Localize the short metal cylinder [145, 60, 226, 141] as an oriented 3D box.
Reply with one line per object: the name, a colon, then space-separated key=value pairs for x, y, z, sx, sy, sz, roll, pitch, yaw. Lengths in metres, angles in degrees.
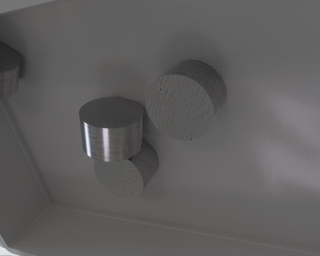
short metal cylinder: x=0.031 y=-0.032 z=0.356 sx=0.080 sy=0.050 sz=0.079 roll=13 pitch=124 yaw=21

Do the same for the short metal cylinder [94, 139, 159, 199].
short metal cylinder: x=-0.048 y=0.055 z=0.452 sx=0.080 sy=0.050 sz=0.079 roll=13 pitch=124 yaw=21

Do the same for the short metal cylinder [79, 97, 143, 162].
short metal cylinder: x=-0.062 y=0.000 z=0.406 sx=0.080 sy=0.080 sz=0.050 roll=16 pitch=125 yaw=19

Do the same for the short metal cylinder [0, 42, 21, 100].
short metal cylinder: x=-0.249 y=-0.085 z=0.452 sx=0.080 sy=0.080 sz=0.050 roll=32 pitch=129 yaw=7
